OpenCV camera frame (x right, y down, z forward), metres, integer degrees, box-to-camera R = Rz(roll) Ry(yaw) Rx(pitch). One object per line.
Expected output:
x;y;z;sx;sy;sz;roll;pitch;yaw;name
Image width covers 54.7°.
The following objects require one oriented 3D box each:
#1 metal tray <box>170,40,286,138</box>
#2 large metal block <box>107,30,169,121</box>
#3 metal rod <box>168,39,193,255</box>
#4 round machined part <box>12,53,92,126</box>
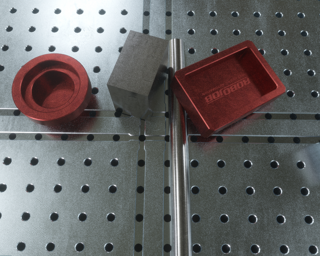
0.091;-0.055;0.415;0.131;0.030;0.090;-27;78;-19;metal tray
-0.025;-0.066;0.406;0.050;0.080;0.080;17;71;6;large metal block
0.025;0.016;0.406;0.025;0.025;0.299;0;70;-1;metal rod
-0.141;-0.048;0.419;0.099;0.042;0.098;0;70;-1;round machined part
